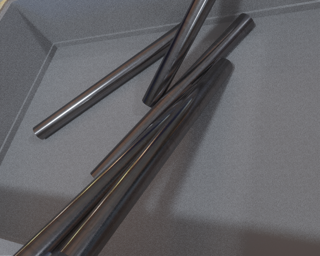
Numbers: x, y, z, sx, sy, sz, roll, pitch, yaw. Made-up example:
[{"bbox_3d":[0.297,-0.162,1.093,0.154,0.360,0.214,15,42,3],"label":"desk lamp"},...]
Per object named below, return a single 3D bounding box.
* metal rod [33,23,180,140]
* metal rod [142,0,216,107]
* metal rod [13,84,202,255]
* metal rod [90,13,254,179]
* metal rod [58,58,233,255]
[{"bbox_3d":[-0.074,-0.075,0.490,0.300,0.025,0.025,-34,51,5],"label":"metal rod"},{"bbox_3d":[0.052,-0.153,0.375,0.025,0.025,0.298,51,123,39],"label":"metal rod"},{"bbox_3d":[-0.030,0.034,0.313,0.025,0.025,0.302,12,40,33],"label":"metal rod"},{"bbox_3d":[0.020,-0.042,0.420,0.300,0.025,0.025,-47,51,-5],"label":"metal rod"},{"bbox_3d":[0.011,0.008,0.319,0.025,0.025,0.301,9,42,32],"label":"metal rod"}]
